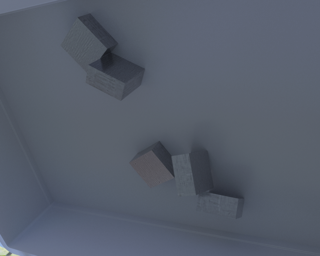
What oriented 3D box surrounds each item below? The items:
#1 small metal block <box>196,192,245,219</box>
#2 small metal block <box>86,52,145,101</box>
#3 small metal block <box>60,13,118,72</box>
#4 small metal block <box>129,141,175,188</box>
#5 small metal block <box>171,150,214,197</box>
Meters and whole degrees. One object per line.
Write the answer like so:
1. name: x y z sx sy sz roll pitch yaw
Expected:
1. small metal block: 0.081 0.101 0.410 0.050 0.050 0.025 7 81 24
2. small metal block: -0.054 -0.064 0.381 0.050 0.050 0.025 28 128 11
3. small metal block: -0.089 -0.106 0.391 0.050 0.025 0.050 46 129 -5
4. small metal block: -0.007 0.053 0.446 0.050 0.025 0.050 -32 101 38
5. small metal block: 0.042 0.057 0.394 0.025 0.050 0.050 -13 83 34
